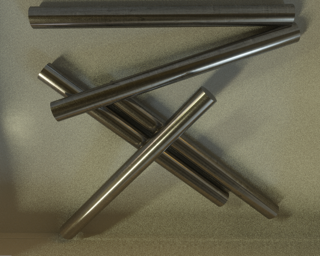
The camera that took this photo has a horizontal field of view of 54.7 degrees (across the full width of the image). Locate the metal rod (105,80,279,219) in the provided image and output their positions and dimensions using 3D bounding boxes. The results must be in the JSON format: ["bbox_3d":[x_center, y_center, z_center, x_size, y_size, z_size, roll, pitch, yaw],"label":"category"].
[{"bbox_3d":[0.049,0.037,0.425,0.301,0.025,0.025,37,106,-13],"label":"metal rod"}]

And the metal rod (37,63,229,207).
[{"bbox_3d":[-0.026,0.016,0.416,0.301,0.025,0.025,37,106,-13],"label":"metal rod"}]

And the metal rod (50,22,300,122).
[{"bbox_3d":[0.018,-0.067,0.369,0.302,0.025,0.025,-19,109,0],"label":"metal rod"}]

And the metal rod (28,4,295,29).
[{"bbox_3d":[0.003,-0.131,0.362,0.302,0.025,0.025,-1,110,-1],"label":"metal rod"}]

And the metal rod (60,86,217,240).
[{"bbox_3d":[-0.042,0.059,0.410,0.025,0.025,0.299,39,113,-14],"label":"metal rod"}]
